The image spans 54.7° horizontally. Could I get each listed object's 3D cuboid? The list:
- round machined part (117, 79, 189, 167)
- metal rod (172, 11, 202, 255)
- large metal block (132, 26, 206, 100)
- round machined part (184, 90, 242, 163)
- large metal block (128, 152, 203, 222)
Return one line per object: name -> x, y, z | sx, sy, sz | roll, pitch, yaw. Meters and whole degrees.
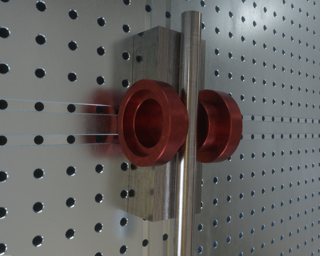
round machined part -> -0.005, -0.005, 0.356 | 0.042, 0.098, 0.097 | 3, 89, -40
metal rod -> 0.033, 0.012, 0.371 | 0.025, 0.025, 0.298 | 3, 88, -40
large metal block -> 0.012, -0.078, 0.403 | 0.081, 0.050, 0.080 | 3, 88, -40
round machined part -> 0.057, -0.002, 0.409 | 0.042, 0.098, 0.097 | 2, 89, -35
large metal block -> 0.008, 0.069, 0.399 | 0.081, 0.050, 0.080 | 4, 88, -40
